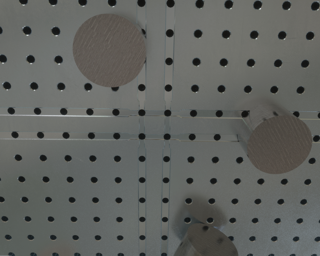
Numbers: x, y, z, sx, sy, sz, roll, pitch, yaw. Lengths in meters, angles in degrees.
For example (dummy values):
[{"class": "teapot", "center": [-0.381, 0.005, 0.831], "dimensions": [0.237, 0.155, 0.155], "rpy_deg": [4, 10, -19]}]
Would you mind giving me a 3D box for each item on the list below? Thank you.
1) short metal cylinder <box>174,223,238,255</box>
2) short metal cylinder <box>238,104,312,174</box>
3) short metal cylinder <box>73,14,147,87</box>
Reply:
[{"class": "short metal cylinder", "center": [0.066, 0.187, 0.454], "dimensions": [0.080, 0.080, 0.050], "rpy_deg": [22, 109, -8]}, {"class": "short metal cylinder", "center": [0.148, 0.013, 0.407], "dimensions": [0.081, 0.050, 0.079], "rpy_deg": [0, 110, -1]}, {"class": "short metal cylinder", "center": [-0.056, -0.093, 0.365], "dimensions": [0.081, 0.050, 0.079], "rpy_deg": [0, 110, -1]}]
